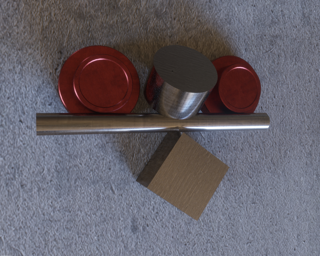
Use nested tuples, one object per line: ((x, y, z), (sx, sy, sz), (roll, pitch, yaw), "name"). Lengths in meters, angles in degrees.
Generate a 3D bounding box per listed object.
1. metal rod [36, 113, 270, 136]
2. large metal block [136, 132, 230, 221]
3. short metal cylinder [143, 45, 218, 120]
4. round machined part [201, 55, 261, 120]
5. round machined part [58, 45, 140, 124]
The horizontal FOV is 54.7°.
((0.007, -0.007, 0.390), (0.303, 0.025, 0.025), (-1, 91, -20), "metal rod")
((0.029, 0.060, 0.406), (0.080, 0.050, 0.080), (37, 78, -17), "large metal block")
((0.024, -0.057, 0.386), (0.081, 0.050, 0.080), (10, 52, -13), "short metal cylinder")
((0.102, -0.054, 0.439), (0.099, 0.042, 0.097), (0, 90, -20), "round machined part")
((-0.071, -0.051, 0.374), (0.099, 0.042, 0.097), (0, 90, -20), "round machined part")
